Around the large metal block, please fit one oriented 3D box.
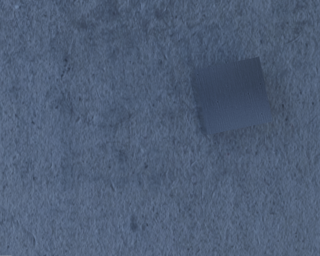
[{"bbox_3d":[0.088,-0.039,0.398,0.080,0.050,0.080,-12,90,0],"label":"large metal block"}]
